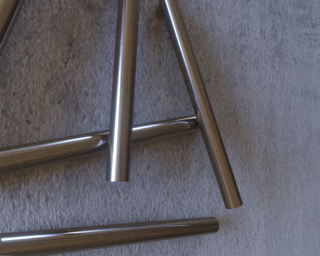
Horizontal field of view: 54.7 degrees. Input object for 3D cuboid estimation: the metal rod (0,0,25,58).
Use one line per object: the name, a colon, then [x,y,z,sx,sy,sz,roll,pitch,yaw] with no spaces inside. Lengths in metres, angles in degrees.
metal rod: [-0.149,-0.090,0.280,0.025,0.025,0.299,26,73,-37]

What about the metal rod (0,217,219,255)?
metal rod: [-0.033,0.129,0.378,0.302,0.025,0.025,10,84,-40]

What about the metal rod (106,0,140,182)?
metal rod: [-0.039,-0.090,0.353,0.025,0.025,0.298,11,77,-40]

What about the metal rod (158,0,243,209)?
metal rod: [0.057,-0.032,0.426,0.025,0.025,0.298,-22,95,-38]

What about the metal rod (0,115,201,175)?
metal rod: [-0.046,0.012,0.367,0.302,0.025,0.025,-11,97,-40]
